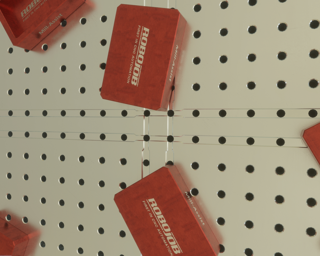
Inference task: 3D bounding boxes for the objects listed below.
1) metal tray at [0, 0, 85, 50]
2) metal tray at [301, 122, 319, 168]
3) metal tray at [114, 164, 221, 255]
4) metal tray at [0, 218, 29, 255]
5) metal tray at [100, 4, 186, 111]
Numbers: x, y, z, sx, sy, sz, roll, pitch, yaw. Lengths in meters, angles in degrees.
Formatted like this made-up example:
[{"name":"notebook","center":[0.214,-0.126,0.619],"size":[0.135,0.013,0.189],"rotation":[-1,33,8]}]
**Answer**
[{"name":"metal tray","center":[-0.189,-0.195,0.477],"size":[0.130,0.030,0.090],"rotation":[-34,79,16]},{"name":"metal tray","center":[0.233,0.013,0.327],"size":[0.130,0.030,0.090],"rotation":[-30,80,17]},{"name":"metal tray","center":[0.008,0.125,0.408],"size":[0.090,0.030,0.130],"rotation":[-32,80,17]},{"name":"metal tray","center":[-0.278,0.219,0.509],"size":[0.090,0.030,0.129],"rotation":[23,98,18]},{"name":"metal tray","center":[-0.023,-0.094,0.419],"size":[0.090,0.030,0.129],"rotation":[13,94,19]}]
